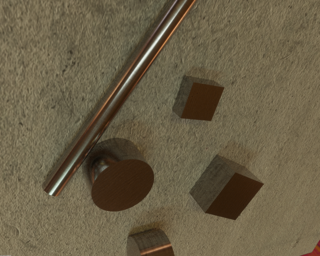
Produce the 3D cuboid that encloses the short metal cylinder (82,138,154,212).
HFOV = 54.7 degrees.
[{"bbox_3d":[-0.054,0.059,0.398,0.081,0.050,0.079,-14,124,-21],"label":"short metal cylinder"}]

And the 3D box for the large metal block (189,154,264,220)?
[{"bbox_3d":[0.110,0.099,0.512,0.080,0.050,0.080,24,105,-37],"label":"large metal block"}]

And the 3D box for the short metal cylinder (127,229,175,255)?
[{"bbox_3d":[-0.016,0.207,0.491,0.050,0.080,0.079,-7,122,-25],"label":"short metal cylinder"}]

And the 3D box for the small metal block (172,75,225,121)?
[{"bbox_3d":[0.050,-0.039,0.411,0.050,0.025,0.050,4,116,-31],"label":"small metal block"}]

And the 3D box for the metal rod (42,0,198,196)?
[{"bbox_3d":[-0.045,-0.043,0.355,0.025,0.025,0.299,29,102,-38],"label":"metal rod"}]
